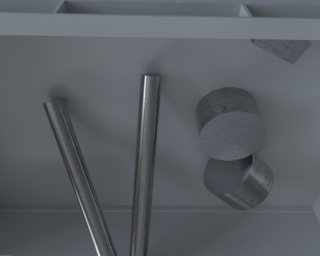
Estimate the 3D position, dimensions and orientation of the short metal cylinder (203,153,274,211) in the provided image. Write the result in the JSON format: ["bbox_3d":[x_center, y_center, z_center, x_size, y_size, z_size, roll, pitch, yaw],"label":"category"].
[{"bbox_3d":[0.108,0.067,0.432,0.080,0.080,0.050,-37,122,26],"label":"short metal cylinder"}]

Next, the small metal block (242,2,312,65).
[{"bbox_3d":[0.116,-0.096,0.313,0.050,0.050,0.025,21,127,-17],"label":"small metal block"}]

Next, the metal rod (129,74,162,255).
[{"bbox_3d":[-0.022,0.081,0.400,0.025,0.025,0.298,4,106,-4],"label":"metal rod"}]

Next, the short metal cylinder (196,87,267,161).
[{"bbox_3d":[0.087,-0.005,0.390,0.081,0.050,0.079,0,130,0],"label":"short metal cylinder"}]

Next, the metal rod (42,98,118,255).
[{"bbox_3d":[-0.092,0.106,0.413,0.025,0.025,0.298,-14,102,10],"label":"metal rod"}]
